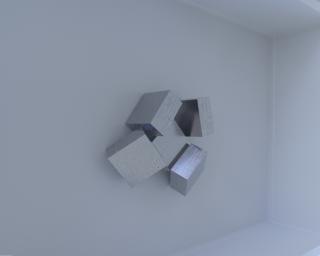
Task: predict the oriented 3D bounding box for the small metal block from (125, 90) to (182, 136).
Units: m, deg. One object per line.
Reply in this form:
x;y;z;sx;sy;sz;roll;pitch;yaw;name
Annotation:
-0.008;-0.018;0.383;0.025;0.050;0.050;44;63;-31;small metal block

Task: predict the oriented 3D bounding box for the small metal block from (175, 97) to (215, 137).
0.044;-0.015;0.427;0.025;0.050;0.050;-15;100;-40;small metal block

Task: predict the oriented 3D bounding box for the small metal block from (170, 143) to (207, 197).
0.039;0.057;0.422;0.050;0.025;0.050;-49;156;-29;small metal block

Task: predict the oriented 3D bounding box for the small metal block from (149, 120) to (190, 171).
0.007;0.021;0.412;0.050;0.025;0.050;-50;120;-29;small metal block

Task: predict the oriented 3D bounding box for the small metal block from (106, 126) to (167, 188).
-0.028;0.035;0.368;0.050;0.025;0.050;-33;115;0;small metal block
